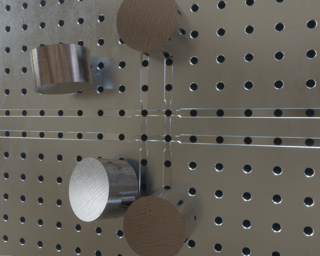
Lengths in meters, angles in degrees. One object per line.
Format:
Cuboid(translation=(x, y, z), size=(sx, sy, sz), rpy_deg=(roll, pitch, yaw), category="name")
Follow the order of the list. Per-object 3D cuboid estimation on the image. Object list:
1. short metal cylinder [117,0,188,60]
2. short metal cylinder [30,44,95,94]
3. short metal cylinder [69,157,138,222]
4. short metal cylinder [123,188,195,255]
Cuboid(translation=(-0.009, -0.134, 0.402), size=(0.080, 0.050, 0.079), rpy_deg=(0, 90, 19), category="short metal cylinder")
Cuboid(translation=(-0.135, -0.079, 0.429), size=(0.080, 0.080, 0.050), rpy_deg=(-9, 87, 19), category="short metal cylinder")
Cuboid(translation=(-0.076, 0.080, 0.411), size=(0.080, 0.050, 0.080), rpy_deg=(-8, 77, 39), category="short metal cylinder")
Cuboid(translation=(0.000, 0.122, 0.398), size=(0.080, 0.050, 0.079), rpy_deg=(0, 90, 19), category="short metal cylinder")
